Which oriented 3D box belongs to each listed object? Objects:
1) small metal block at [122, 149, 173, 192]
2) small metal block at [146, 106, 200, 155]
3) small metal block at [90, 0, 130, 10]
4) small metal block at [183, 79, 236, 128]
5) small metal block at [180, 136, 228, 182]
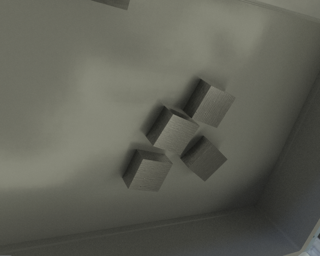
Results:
[{"bbox_3d":[-0.018,0.061,0.438,0.050,0.025,0.050,14,111,-34],"label":"small metal block"},{"bbox_3d":[0.017,0.004,0.423,0.050,0.025,0.050,22,107,-37],"label":"small metal block"},{"bbox_3d":[-0.058,-0.130,0.281,0.050,0.050,0.025,4,116,-31],"label":"small metal block"},{"bbox_3d":[0.068,-0.033,0.427,0.050,0.025,0.050,18,109,-36],"label":"small metal block"},{"bbox_3d":[0.068,0.048,0.478,0.050,0.025,0.050,-45,130,3],"label":"small metal block"}]
